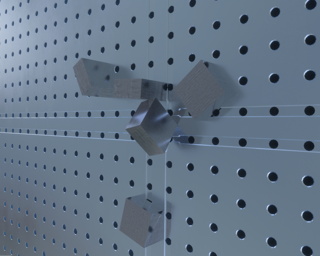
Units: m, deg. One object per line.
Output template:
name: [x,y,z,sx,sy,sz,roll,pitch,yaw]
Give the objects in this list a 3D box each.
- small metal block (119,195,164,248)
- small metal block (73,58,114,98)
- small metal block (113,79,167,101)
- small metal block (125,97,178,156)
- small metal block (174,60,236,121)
small metal block: [-0.026,0.129,0.432,0.050,0.025,0.050,21,103,38]
small metal block: [-0.099,-0.076,0.476,0.025,0.050,0.050,-34,69,35]
small metal block: [-0.026,-0.051,0.416,0.050,0.050,0.025,7,95,40]
small metal block: [-0.009,-0.001,0.388,0.025,0.050,0.050,-15,36,39]
small metal block: [0.052,-0.043,0.367,0.050,0.025,0.050,-45,63,31]
